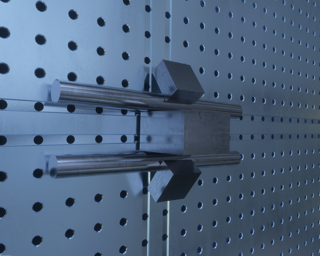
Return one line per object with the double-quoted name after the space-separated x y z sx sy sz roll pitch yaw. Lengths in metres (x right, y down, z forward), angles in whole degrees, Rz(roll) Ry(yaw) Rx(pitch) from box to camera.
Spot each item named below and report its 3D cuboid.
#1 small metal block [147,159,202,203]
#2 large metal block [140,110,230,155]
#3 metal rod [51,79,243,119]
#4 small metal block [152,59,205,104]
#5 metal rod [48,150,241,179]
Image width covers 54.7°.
0.019 0.069 0.405 0.050 0.025 0.050 4 125 -40 "small metal block"
0.031 0.006 0.394 0.081 0.080 0.050 2 89 -40 "large metal block"
0.010 -0.032 0.412 0.302 0.025 0.025 3 89 -40 "metal rod"
0.025 -0.060 0.410 0.050 0.025 0.050 1 55 -40 "small metal block"
0.007 0.044 0.411 0.302 0.025 0.025 3 89 -40 "metal rod"
